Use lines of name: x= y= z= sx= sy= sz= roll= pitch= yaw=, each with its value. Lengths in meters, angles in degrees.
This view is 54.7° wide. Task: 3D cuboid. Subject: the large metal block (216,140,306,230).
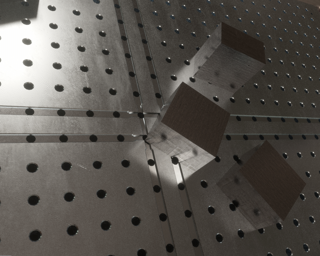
large metal block: x=0.138 y=0.076 z=0.423 sx=0.080 sy=0.050 sz=0.081 roll=50 pitch=51 yaw=6

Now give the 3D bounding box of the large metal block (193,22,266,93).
large metal block: x=0.111 y=-0.111 z=0.503 sx=0.080 sy=0.080 sz=0.050 roll=20 pitch=54 yaw=-17

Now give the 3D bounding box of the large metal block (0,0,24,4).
large metal block: x=-0.214 y=-0.214 z=0.408 sx=0.081 sy=0.050 sz=0.080 roll=-31 pitch=79 yaw=-38

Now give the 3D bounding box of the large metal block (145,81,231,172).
large metal block: x=0.039 y=-0.002 z=0.416 sx=0.080 sy=0.050 sz=0.080 roll=33 pitch=51 yaw=-7
